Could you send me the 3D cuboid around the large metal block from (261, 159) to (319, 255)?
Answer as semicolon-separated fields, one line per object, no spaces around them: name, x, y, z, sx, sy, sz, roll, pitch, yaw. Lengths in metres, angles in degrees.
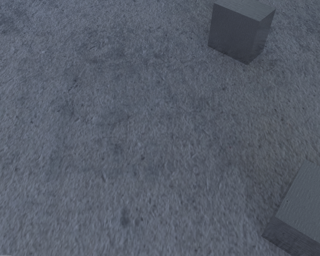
large metal block;0.163;0.092;0.312;0.080;0.050;0.080;30;56;22

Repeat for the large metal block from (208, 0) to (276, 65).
large metal block;0.130;-0.163;0.506;0.080;0.080;0.050;34;58;25
